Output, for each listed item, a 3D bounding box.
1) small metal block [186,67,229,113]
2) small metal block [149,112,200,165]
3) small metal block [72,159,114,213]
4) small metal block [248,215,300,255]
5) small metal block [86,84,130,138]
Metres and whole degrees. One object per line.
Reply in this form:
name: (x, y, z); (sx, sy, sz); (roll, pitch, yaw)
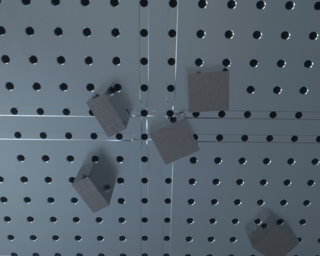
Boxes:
small metal block: (0.061, -0.049, 0.396); (0.050, 0.025, 0.050); (-4, 110, 1)
small metal block: (0.019, 0.014, 0.419); (0.050, 0.025, 0.050); (-25, 108, 8)
small metal block: (-0.091, 0.079, 0.429); (0.025, 0.050, 0.050); (-28, 108, 10)
small metal block: (0.175, 0.172, 0.478); (0.050, 0.025, 0.050); (35, 106, -12)
small metal block: (-0.063, -0.023, 0.391); (0.025, 0.050, 0.050); (-26, 108, 9)
